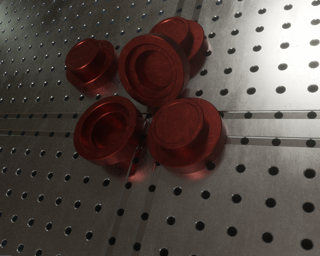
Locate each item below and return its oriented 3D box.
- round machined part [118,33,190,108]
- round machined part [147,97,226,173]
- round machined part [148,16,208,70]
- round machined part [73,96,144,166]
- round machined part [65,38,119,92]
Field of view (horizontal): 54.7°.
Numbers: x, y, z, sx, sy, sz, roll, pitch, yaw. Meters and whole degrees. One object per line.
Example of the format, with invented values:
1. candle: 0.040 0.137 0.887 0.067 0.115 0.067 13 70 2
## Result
1. round machined part: -0.005 -0.081 0.425 0.098 0.097 0.042 0 23 28
2. round machined part: 0.027 0.003 0.380 0.098 0.042 0.098 -13 56 20
3. round machined part: 0.019 -0.127 0.464 0.098 0.042 0.098 -13 56 20
4. round machined part: -0.066 0.007 0.426 0.098 0.042 0.098 -13 56 20
5. round machined part: -0.121 -0.114 0.529 0.098 0.042 0.098 -13 56 20
